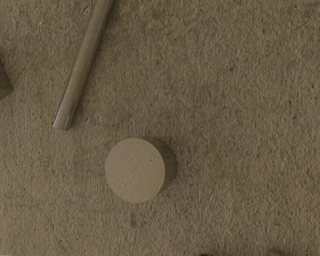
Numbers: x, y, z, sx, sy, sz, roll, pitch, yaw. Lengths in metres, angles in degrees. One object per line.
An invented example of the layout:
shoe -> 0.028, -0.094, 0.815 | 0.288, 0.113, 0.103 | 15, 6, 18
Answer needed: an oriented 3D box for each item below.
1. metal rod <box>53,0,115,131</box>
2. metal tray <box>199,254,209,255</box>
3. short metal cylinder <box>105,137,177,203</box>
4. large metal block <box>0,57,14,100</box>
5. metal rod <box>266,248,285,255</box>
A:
metal rod -> -0.093, -0.138, 0.440 | 0.025, 0.025, 0.298 | 23, 98, 18
metal tray -> 0.076, 0.233, 0.378 | 0.090, 0.030, 0.129 | 11, 93, 19
short metal cylinder -> -0.023, 0.052, 0.403 | 0.080, 0.050, 0.079 | 0, 90, 19
large metal block -> -0.297, -0.078, 0.498 | 0.080, 0.050, 0.080 | -28, 81, 17
metal rod -> 0.254, 0.217, 0.319 | 0.301, 0.025, 0.025 | 26, 99, 17
